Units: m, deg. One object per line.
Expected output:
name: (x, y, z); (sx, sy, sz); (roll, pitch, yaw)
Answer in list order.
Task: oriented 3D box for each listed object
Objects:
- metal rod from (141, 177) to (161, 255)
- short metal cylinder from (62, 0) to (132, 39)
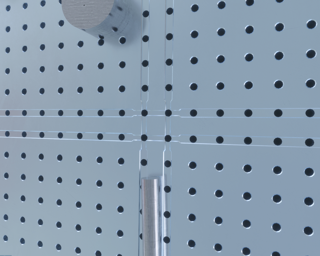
metal rod: (-0.010, 0.216, 0.415); (0.025, 0.025, 0.298); (-1, 90, 19)
short metal cylinder: (-0.087, -0.170, 0.429); (0.080, 0.050, 0.079); (0, 90, 19)
